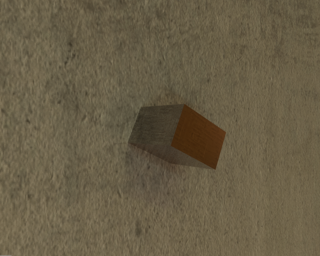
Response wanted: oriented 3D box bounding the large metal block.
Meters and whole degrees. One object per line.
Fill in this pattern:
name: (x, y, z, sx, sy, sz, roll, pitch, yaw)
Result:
large metal block: (0.021, 0.012, 0.389, 0.080, 0.080, 0.050, 30, 71, -36)
